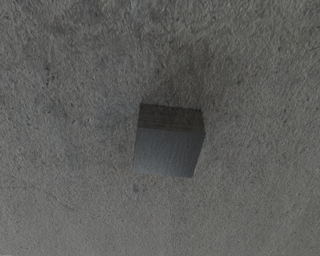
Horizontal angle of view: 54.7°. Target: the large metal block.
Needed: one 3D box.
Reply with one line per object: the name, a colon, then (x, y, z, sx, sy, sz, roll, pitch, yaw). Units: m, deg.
large metal block: (0.009, 0.017, 0.407, 0.081, 0.050, 0.079, 6, 130, -6)
